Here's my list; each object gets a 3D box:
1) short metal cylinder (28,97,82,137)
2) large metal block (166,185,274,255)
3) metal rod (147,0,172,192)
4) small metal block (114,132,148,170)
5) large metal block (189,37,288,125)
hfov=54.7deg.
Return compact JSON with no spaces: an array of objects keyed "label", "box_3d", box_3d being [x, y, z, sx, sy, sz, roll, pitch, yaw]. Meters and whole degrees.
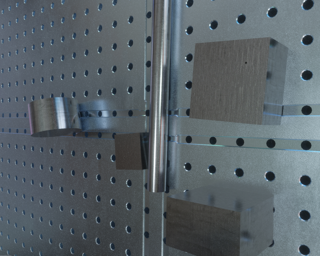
[{"label":"short metal cylinder","box_3d":[-0.173,-0.016,0.513,0.080,0.081,0.050,-15,81,39]},{"label":"large metal block","box_3d":[0.063,0.095,0.320,0.080,0.081,0.050,2,91,39]},{"label":"metal rod","box_3d":[0.000,-0.066,0.407,0.025,0.025,0.298,3,92,39]},{"label":"small metal block","box_3d":[-0.037,0.033,0.438,0.050,0.025,0.050,-6,86,39]},{"label":"large metal block","box_3d":[0.081,-0.046,0.325,0.080,0.050,0.079,7,95,39]}]
